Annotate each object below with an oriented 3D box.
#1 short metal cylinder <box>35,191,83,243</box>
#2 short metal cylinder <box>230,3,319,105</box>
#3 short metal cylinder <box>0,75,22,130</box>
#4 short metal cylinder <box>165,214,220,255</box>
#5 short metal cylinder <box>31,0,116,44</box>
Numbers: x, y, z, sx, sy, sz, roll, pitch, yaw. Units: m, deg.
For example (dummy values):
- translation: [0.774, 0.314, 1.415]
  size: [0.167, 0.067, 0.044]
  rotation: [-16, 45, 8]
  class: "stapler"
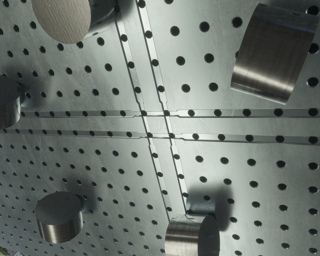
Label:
- translation: [-0.186, 0.165, 0.576]
  size: [0.080, 0.080, 0.050]
  rotation: [17, 125, 18]
  class: "short metal cylinder"
- translation: [0.102, -0.066, 0.281]
  size: [0.050, 0.080, 0.079]
  rotation: [20, 126, 16]
  class: "short metal cylinder"
- translation: [-0.263, -0.042, 0.489]
  size: [0.080, 0.080, 0.050]
  rotation: [30, 128, 9]
  class: "short metal cylinder"
- translation: [0.049, 0.168, 0.453]
  size: [0.050, 0.080, 0.080]
  rotation: [-7, 115, 31]
  class: "short metal cylinder"
- translation: [-0.099, -0.143, 0.359]
  size: [0.080, 0.050, 0.079]
  rotation: [13, 124, 21]
  class: "short metal cylinder"
